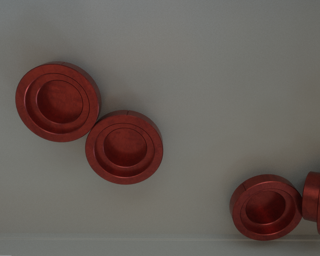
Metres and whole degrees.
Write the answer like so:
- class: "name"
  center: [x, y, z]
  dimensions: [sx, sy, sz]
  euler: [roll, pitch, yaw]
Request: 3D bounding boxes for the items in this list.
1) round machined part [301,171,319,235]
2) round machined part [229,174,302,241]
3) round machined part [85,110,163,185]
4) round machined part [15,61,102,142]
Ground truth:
- class: "round machined part"
  center: [0.223, 0.096, 0.422]
  dimensions: [0.042, 0.099, 0.097]
  euler: [6, 115, 36]
- class: "round machined part"
  center: [0.149, 0.109, 0.445]
  dimensions: [0.099, 0.042, 0.097]
  euler: [0, 110, -1]
- class: "round machined part"
  center: [-0.045, 0.022, 0.410]
  dimensions: [0.099, 0.042, 0.097]
  euler: [0, 110, -1]
- class: "round machined part"
  center: [-0.122, -0.035, 0.388]
  dimensions: [0.099, 0.042, 0.097]
  euler: [0, 110, -1]
